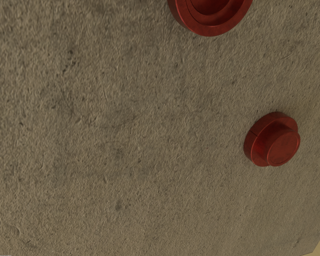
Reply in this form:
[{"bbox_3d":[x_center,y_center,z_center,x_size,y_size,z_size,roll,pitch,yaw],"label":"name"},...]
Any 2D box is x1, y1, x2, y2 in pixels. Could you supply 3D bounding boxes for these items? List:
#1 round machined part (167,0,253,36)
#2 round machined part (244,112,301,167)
[{"bbox_3d":[0.050,-0.151,0.329,0.099,0.042,0.097,-14,124,-21],"label":"round machined part"},{"bbox_3d":[0.192,0.025,0.516,0.099,0.042,0.097,-14,124,-21],"label":"round machined part"}]
